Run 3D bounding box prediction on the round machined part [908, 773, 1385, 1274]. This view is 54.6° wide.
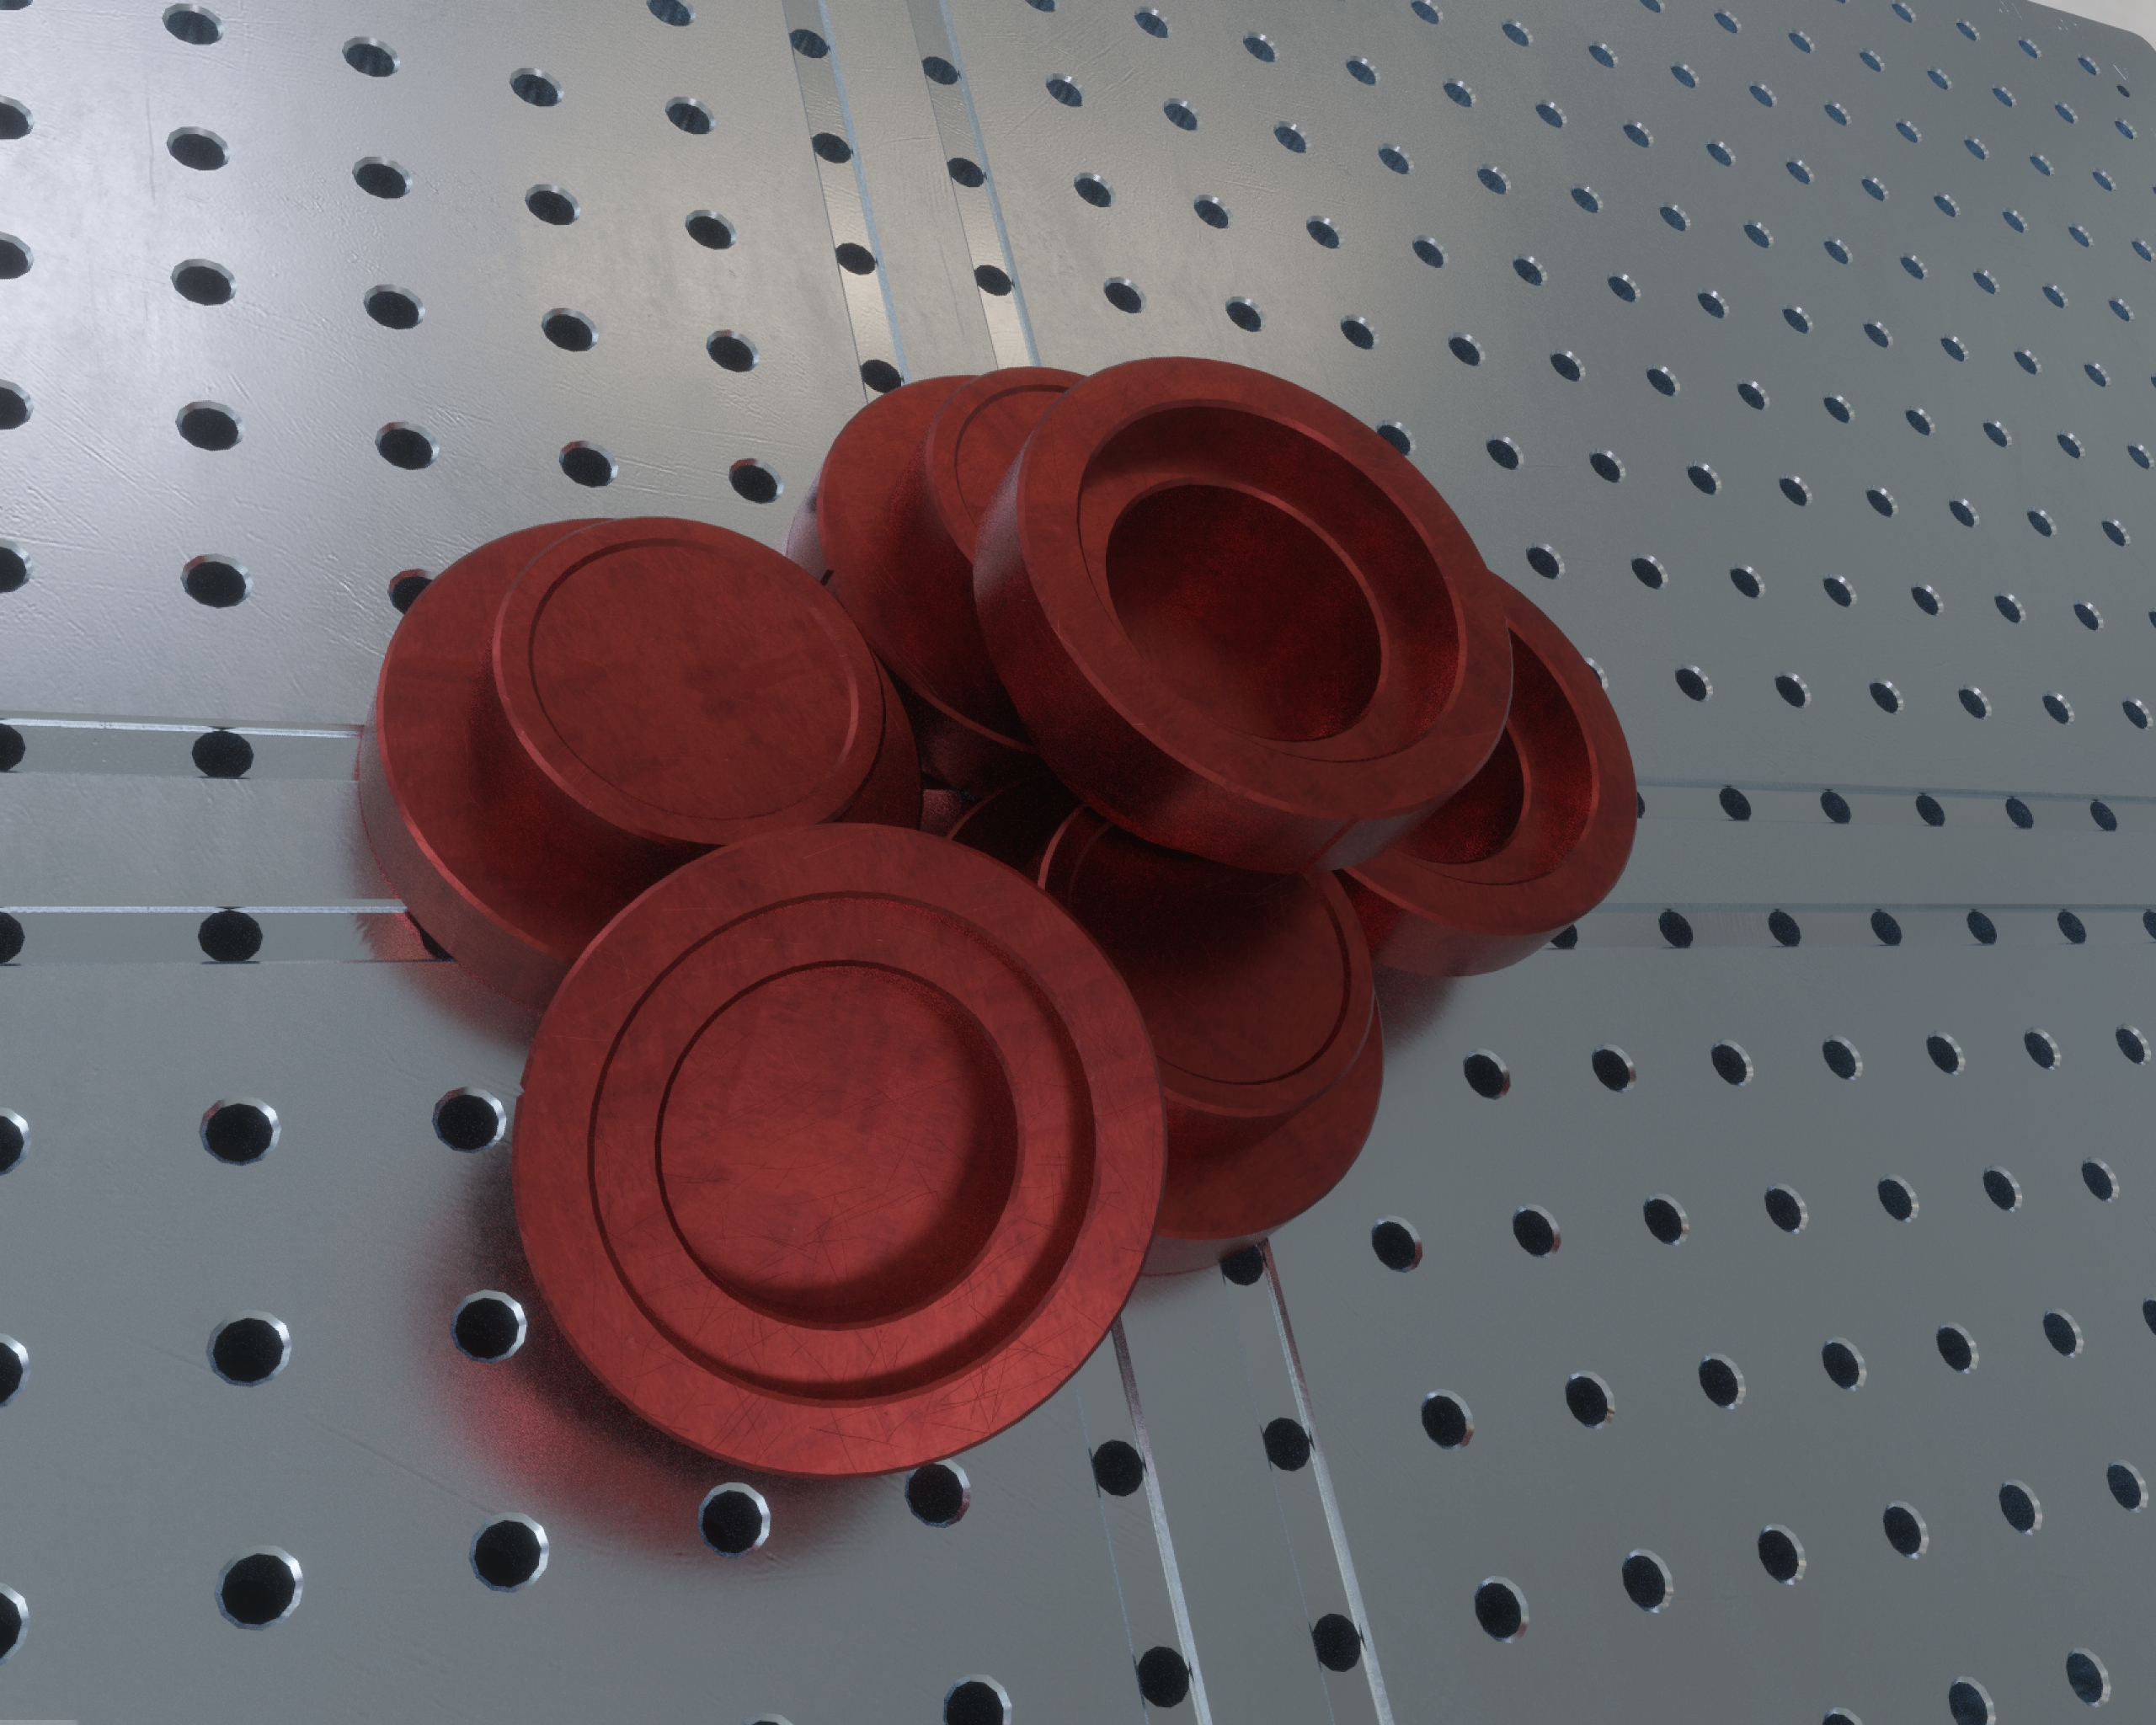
[{"bbox_3d":[0.016,0.023,0.390,0.099,0.042,0.098,13,56,-21],"label":"round machined part"}]

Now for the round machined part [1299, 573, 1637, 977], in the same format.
[{"bbox_3d":[0.065,-0.019,0.443,0.099,0.042,0.098,13,56,-21],"label":"round machined part"}]

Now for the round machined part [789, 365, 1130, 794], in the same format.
[{"bbox_3d":[-0.007,-0.063,0.432,0.099,0.042,0.098,13,56,-21],"label":"round machined part"}]

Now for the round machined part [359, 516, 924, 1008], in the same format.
[{"bbox_3d":[-0.073,-0.022,0.371,0.099,0.042,0.098,13,56,-21],"label":"round machined part"}]

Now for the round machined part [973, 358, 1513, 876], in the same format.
[{"bbox_3d":[0.026,-0.040,0.380,0.099,0.042,0.098,13,56,-21],"label":"round machined part"}]

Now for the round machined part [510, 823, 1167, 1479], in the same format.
[{"bbox_3d":[-0.039,0.044,0.332,0.099,0.042,0.098,1,84,-14],"label":"round machined part"}]
